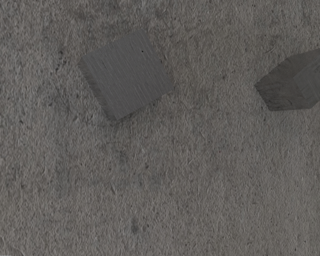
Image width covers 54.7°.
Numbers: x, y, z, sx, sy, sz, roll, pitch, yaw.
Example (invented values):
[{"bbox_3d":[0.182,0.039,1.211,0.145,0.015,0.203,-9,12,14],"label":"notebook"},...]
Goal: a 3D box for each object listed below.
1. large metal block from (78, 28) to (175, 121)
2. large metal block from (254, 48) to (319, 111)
[{"bbox_3d":[-0.042,-0.063,0.380,0.080,0.050,0.080,-31,100,-17],"label":"large metal block"},{"bbox_3d":[0.203,-0.070,0.454,0.080,0.080,0.050,-39,103,-16],"label":"large metal block"}]
